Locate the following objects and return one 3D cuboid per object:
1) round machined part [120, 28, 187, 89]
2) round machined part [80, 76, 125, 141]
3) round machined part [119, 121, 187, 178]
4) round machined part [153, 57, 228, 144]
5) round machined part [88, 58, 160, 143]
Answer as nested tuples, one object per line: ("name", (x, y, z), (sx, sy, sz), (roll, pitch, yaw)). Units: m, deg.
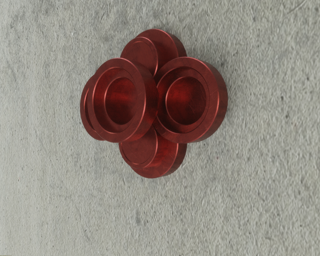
("round machined part", (-0.016, -0.081, 0.406), (0.098, 0.042, 0.097), (0, 90, 39))
("round machined part", (-0.069, -0.031, 0.450), (0.098, 0.042, 0.097), (0, 90, 39))
("round machined part", (-0.016, 0.018, 0.407), (0.098, 0.042, 0.097), (0, 90, 39))
("round machined part", (0.036, -0.031, 0.364), (0.098, 0.042, 0.097), (0, 90, 39))
("round machined part", (-0.039, -0.032, 0.371), (0.098, 0.042, 0.097), (0, 91, 39))
